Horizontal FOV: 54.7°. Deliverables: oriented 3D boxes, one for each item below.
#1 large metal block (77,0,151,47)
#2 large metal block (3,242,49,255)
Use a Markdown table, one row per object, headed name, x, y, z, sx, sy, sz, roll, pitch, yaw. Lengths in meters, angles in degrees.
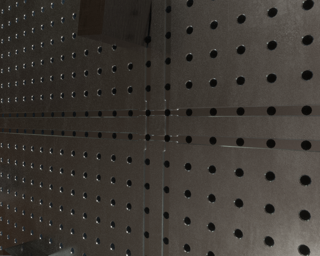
| name | x | y | z | sx | sy | sz | roll | pitch | yaw |
| --- | --- | --- | --- | --- | --- | --- | --- | --- | --- |
| large metal block | -0.060 | -0.158 | 0.421 | 0.050 | 0.081 | 0.079 | 11 | 97 | 39 |
| large metal block | -0.266 | 0.283 | 0.609 | 0.080 | 0.050 | 0.079 | 7 | 95 | 39 |
